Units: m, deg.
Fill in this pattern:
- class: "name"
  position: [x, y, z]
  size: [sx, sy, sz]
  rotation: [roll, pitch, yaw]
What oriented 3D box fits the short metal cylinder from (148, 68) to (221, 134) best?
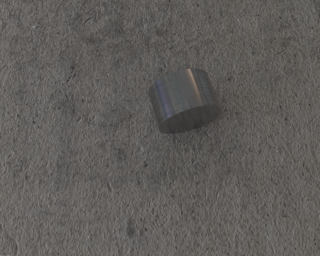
- class: "short metal cylinder"
  position: [0.030, -0.031, 0.391]
  size: [0.080, 0.080, 0.050]
  rotation: [-15, 71, -5]
